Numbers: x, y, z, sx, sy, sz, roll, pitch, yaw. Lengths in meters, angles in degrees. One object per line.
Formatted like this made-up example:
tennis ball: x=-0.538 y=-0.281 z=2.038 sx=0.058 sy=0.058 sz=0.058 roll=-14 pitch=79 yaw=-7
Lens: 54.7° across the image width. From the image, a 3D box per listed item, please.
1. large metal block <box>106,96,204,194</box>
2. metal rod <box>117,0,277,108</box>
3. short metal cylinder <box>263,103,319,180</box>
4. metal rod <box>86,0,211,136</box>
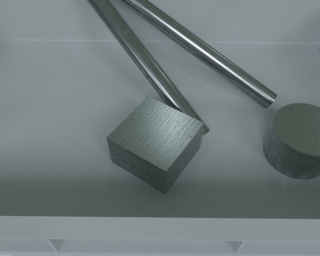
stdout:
large metal block: x=-0.004 y=0.018 z=0.373 sx=0.080 sy=0.050 sz=0.080 roll=28 pitch=55 yaw=21
metal rod: x=0.037 y=-0.126 z=0.440 sx=0.301 sy=0.025 sz=0.025 roll=36 pitch=56 yaw=-1
short metal cylinder: x=0.173 y=0.015 z=0.378 sx=0.081 sy=0.050 sz=0.080 roll=0 pitch=50 yaw=0
metal rod: x=-0.034 y=-0.108 z=0.419 sx=0.025 sy=0.025 sz=0.299 roll=-33 pitch=82 yaw=-25
